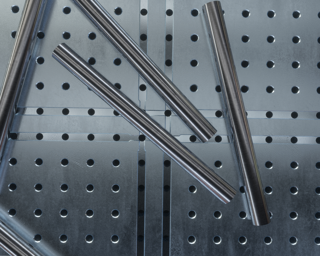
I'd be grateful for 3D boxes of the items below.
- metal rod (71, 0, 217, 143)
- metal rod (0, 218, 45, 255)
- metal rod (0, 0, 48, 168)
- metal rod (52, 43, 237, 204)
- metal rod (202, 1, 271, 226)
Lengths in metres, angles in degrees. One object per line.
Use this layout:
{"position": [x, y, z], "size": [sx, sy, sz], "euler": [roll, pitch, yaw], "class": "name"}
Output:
{"position": [-0.035, -0.098, 0.412], "size": [0.025, 0.025, 0.300], "euler": [-43, 91, 0], "class": "metal rod"}
{"position": [-0.196, 0.152, 0.410], "size": [0.300, 0.025, 0.025], "euler": [40, 90, -1], "class": "metal rod"}
{"position": [-0.196, -0.053, 0.410], "size": [0.025, 0.025, 0.298], "euler": [16, 90, -1], "class": "metal rod"}
{"position": [-0.020, -0.006, 0.413], "size": [0.300, 0.025, 0.025], "euler": [41, 90, -1], "class": "metal rod"}
{"position": [0.102, -0.019, 0.414], "size": [0.025, 0.025, 0.298], "euler": [-13, 90, 0], "class": "metal rod"}
